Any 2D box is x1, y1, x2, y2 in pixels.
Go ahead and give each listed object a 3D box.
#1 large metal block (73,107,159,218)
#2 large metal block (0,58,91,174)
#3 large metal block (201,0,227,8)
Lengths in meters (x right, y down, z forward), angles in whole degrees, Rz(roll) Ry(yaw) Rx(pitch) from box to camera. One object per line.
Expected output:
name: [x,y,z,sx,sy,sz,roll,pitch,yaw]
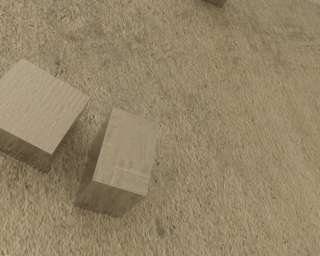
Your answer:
large metal block: [-0.046,0.038,0.320,0.050,0.080,0.080,21,54,-16]
large metal block: [-0.133,-0.013,0.324,0.080,0.050,0.080,30,52,-9]
large metal block: [0.105,-0.294,0.605,0.081,0.080,0.050,11,57,-23]
